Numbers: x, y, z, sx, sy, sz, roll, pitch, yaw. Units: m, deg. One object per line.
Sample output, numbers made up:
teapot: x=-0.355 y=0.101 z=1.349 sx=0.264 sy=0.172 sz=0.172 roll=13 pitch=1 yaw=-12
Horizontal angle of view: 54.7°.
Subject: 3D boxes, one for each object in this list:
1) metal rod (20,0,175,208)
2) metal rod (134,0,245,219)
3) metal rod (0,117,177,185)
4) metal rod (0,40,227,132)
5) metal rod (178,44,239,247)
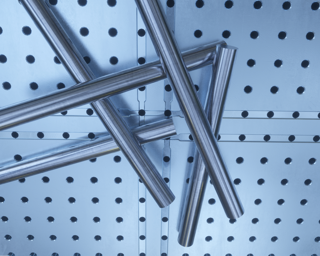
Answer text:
metal rod: x=-0.070 y=-0.026 z=0.382 sx=0.025 sy=0.025 sz=0.299 roll=-31 pitch=100 yaw=10
metal rod: x=0.040 y=-0.016 z=0.362 sx=0.025 sy=0.025 sz=0.299 roll=-22 pitch=109 yaw=7
metal rod: x=-0.125 y=0.039 z=0.425 sx=0.301 sy=0.025 sz=0.025 roll=-16 pitch=110 yaw=5
metal rod: x=-0.062 y=-0.047 z=0.356 sx=0.302 sy=0.025 sz=0.025 roll=-19 pitch=110 yaw=-9
metal rod: x=0.058 y=0.041 z=0.415 sx=0.025 sy=0.025 sz=0.298 roll=7 pitch=115 yaw=-3
